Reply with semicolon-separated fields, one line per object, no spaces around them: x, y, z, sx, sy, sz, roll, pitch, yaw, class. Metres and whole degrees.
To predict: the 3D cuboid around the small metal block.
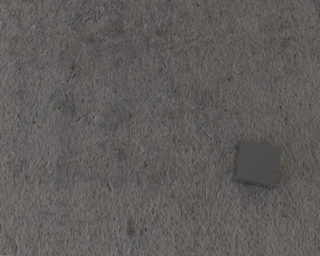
0.121;0.046;0.392;0.050;0.025;0.050;12;70;4;small metal block
